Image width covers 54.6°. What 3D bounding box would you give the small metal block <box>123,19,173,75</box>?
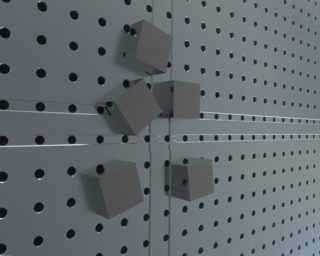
[{"bbox_3d":[-0.014,-0.101,0.396,0.050,0.025,0.050,20,78,-38],"label":"small metal block"}]

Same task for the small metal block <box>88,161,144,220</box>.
[{"bbox_3d":[-0.051,0.071,0.366,0.050,0.025,0.050,-19,102,-38],"label":"small metal block"}]

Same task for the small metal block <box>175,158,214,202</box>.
[{"bbox_3d":[0.051,0.074,0.451,0.050,0.025,0.050,-9,96,-40],"label":"small metal block"}]

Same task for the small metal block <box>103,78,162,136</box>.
[{"bbox_3d":[-0.032,-0.026,0.381,0.050,0.025,0.050,-44,117,-31],"label":"small metal block"}]

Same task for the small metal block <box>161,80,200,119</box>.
[{"bbox_3d":[0.029,-0.038,0.432,0.050,0.025,0.050,1,90,-40],"label":"small metal block"}]
